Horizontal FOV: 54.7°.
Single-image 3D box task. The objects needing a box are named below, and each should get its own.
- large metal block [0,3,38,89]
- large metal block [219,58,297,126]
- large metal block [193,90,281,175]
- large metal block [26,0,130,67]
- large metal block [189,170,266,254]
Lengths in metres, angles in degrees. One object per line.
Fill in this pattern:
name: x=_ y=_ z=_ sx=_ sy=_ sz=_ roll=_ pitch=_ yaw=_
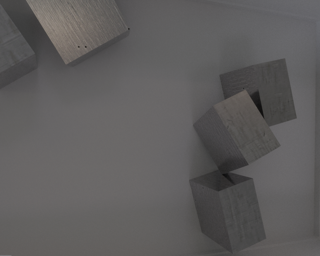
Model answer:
large metal block: x=-0.173 y=-0.090 z=0.317 sx=0.050 sy=0.080 sz=0.080 roll=-36 pitch=102 yaw=-16
large metal block: x=0.133 y=-0.045 z=0.430 sx=0.050 sy=0.080 sz=0.080 roll=-15 pitch=95 yaw=-19
large metal block: x=0.096 y=0.009 z=0.405 sx=0.050 sy=0.080 sz=0.080 roll=-26 pitch=81 yaw=-18
large metal block: x=-0.090 y=-0.126 z=0.354 sx=0.080 sy=0.050 sz=0.080 roll=-30 pitch=101 yaw=-3
large metal block: x=0.087 y=0.106 z=0.413 sx=0.050 sy=0.080 sz=0.080 roll=-16 pitch=96 yaw=-19
